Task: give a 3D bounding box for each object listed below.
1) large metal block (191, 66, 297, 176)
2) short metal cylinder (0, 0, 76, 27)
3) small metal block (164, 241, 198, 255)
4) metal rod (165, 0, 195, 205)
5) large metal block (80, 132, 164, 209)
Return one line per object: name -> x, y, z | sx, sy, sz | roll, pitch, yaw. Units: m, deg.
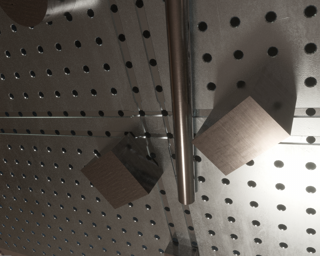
large metal block -> 0.089, -0.008, 0.323 | 0.050, 0.080, 0.080 | 44, 129, -3
short metal cylinder -> -0.148, -0.167, 0.368 | 0.080, 0.050, 0.079 | 13, 124, 21
small metal block -> 0.038, 0.228, 0.531 | 0.050, 0.025, 0.050 | 5, 121, 25
metal rod -> 0.027, -0.025, 0.379 | 0.025, 0.025, 0.298 | 9, 122, 23
large metal block -> -0.057, 0.065, 0.464 | 0.080, 0.050, 0.080 | -32, 101, 38
